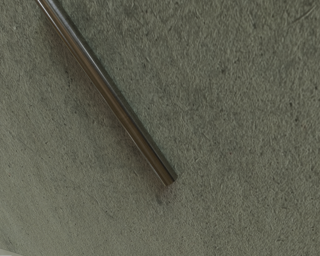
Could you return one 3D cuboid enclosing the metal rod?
[{"bbox_3d":[-0.066,-0.046,0.413,0.025,0.025,0.299,-24,105,37],"label":"metal rod"}]
